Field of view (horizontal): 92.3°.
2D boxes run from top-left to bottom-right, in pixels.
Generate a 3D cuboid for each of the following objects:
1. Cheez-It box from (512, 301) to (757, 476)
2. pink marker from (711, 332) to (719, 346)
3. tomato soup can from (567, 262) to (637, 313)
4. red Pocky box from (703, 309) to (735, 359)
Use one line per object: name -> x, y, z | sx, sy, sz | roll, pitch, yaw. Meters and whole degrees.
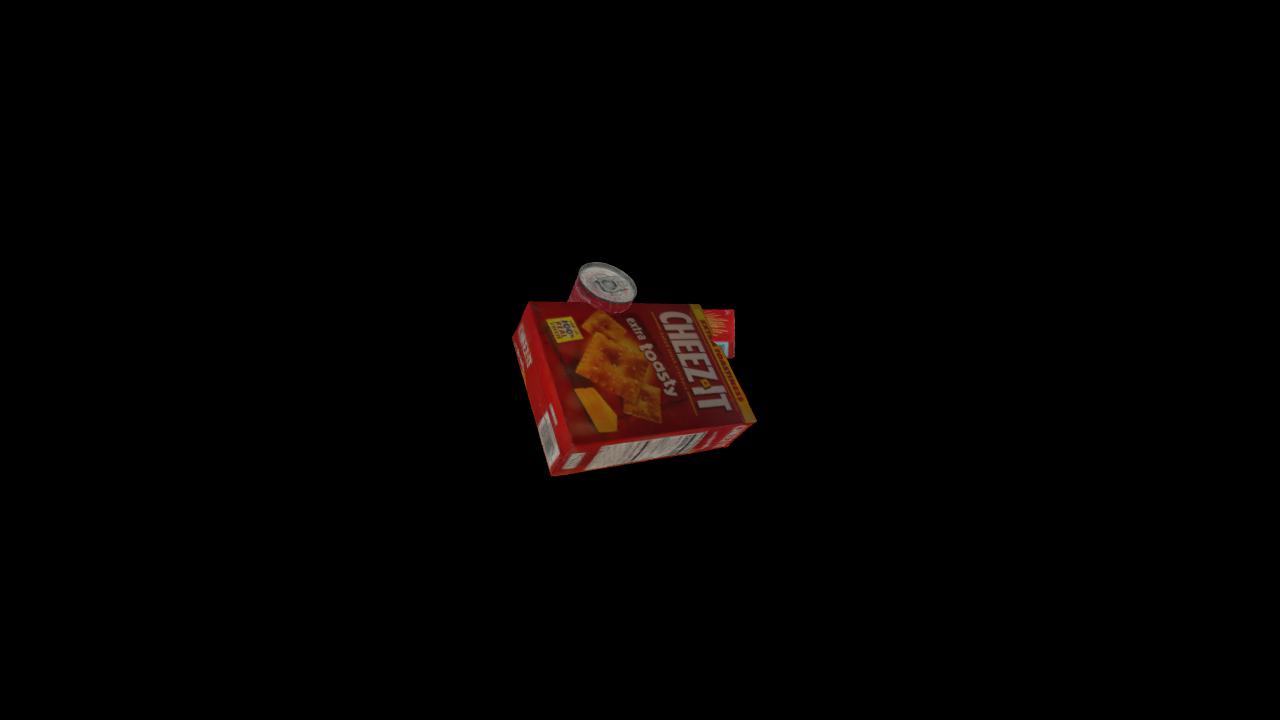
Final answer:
Cheez-It box -> -0.006, 0.021, 0.652 | 0.223, 0.166, 0.071 | -2, -32, -32
pink marker -> -0.026, 0.010, 0.693 | 0.121, 0.020, 0.020 | -2, 1, -26
tomato soup can -> -0.053, -0.049, 0.690 | 0.068, 0.068, 0.101 | 0, -44, -32
red Pocky box -> 0.037, -0.034, 0.741 | 0.155, 0.028, 0.083 | 1, 30, 8
